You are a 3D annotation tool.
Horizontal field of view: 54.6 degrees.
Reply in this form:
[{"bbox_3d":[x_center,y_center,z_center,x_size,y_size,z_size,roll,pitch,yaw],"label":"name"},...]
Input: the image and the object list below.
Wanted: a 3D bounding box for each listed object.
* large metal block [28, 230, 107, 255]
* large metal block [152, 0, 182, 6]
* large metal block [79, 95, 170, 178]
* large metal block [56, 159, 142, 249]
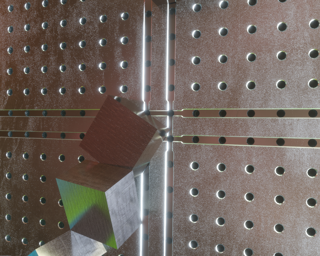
[{"bbox_3d":[-0.133,0.177,0.418,0.080,0.081,0.050,-42,76,38],"label":"large metal block"},{"bbox_3d":[0.022,-0.211,0.392,0.080,0.050,0.080,-5,88,20],"label":"large metal block"},{"bbox_3d":[-0.047,0.013,0.416,0.080,0.050,0.080,35,101,16],"label":"large metal block"},{"bbox_3d":[-0.075,0.092,0.389,0.080,0.050,0.080,7,116,32],"label":"large metal block"}]
